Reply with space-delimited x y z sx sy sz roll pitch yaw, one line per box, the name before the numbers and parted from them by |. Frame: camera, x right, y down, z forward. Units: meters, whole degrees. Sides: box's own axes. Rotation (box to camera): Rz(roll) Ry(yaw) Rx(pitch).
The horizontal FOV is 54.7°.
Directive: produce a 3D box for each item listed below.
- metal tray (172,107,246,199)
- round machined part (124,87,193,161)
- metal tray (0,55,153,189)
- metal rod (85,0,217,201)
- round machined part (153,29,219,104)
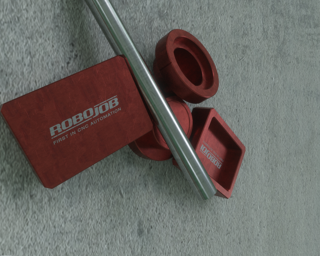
metal tray | 0.077 0.039 0.453 0.130 0.030 0.090 42 64 -44
round machined part | 0.004 -0.006 0.399 0.099 0.042 0.097 0 90 -40
metal tray | -0.080 -0.010 0.321 0.131 0.030 0.090 -31 107 -27
metal rod | -0.017 -0.051 0.348 0.025 0.025 0.299 -34 98 -35
round machined part | 0.030 -0.076 0.405 0.099 0.042 0.098 25 52 -36
